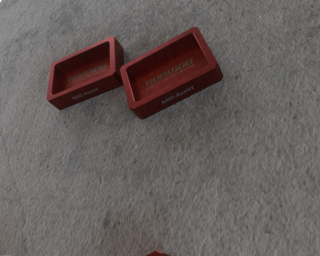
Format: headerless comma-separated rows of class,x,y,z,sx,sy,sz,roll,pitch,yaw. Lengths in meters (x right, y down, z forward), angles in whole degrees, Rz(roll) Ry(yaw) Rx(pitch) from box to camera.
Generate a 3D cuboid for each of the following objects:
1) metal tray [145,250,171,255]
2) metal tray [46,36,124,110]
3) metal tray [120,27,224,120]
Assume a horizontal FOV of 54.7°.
metal tray,-0.013,0.195,0.286,0.090,0.030,0.130,-29,52,9
metal tray,-0.124,-0.092,0.519,0.130,0.030,0.090,-19,54,16
metal tray,0.012,-0.078,0.440,0.130,0.030,0.090,-26,53,11
